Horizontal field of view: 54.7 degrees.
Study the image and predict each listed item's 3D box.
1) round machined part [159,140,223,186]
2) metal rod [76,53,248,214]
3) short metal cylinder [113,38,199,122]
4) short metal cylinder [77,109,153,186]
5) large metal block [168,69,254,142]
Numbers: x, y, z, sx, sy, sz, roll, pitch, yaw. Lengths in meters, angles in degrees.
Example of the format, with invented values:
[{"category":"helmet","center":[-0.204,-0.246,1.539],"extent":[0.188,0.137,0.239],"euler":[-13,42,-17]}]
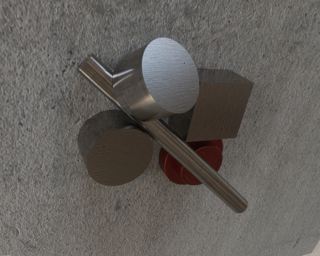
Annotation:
[{"category":"round machined part","center":[0.051,0.045,0.452],"extent":[0.099,0.042,0.097],"euler":[-14,124,-21]},{"category":"metal rod","center":[0.020,0.023,0.389],"extent":[0.025,0.025,0.300],"euler":[-45,116,3]},{"category":"short metal cylinder","center":[-0.003,-0.050,0.335],"extent":[0.081,0.050,0.080],"euler":[11,74,-40]},{"category":"short metal cylinder","center":[-0.055,0.023,0.378],"extent":[0.081,0.050,0.079],"euler":[-14,124,-21]},{"category":"large metal block","center":[0.064,-0.031,0.406],"extent":[0.081,0.050,0.079],"euler":[-3,120,-27]}]
